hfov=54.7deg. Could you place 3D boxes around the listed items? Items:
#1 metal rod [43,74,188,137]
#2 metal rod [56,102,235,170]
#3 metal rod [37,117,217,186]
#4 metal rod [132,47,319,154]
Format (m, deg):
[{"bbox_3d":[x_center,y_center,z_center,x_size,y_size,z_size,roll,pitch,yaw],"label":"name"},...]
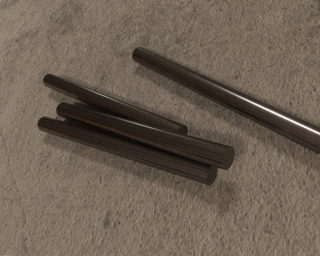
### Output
[{"bbox_3d":[-0.086,-0.039,0.470,0.300,0.025,0.025,23,74,35],"label":"metal rod"},{"bbox_3d":[-0.043,0.001,0.408,0.300,0.025,0.025,15,69,39],"label":"metal rod"},{"bbox_3d":[-0.065,0.022,0.422,0.300,0.025,0.025,13,69,33],"label":"metal rod"},{"bbox_3d":[0.065,-0.051,0.400,0.300,0.025,0.025,34,80,38],"label":"metal rod"}]
